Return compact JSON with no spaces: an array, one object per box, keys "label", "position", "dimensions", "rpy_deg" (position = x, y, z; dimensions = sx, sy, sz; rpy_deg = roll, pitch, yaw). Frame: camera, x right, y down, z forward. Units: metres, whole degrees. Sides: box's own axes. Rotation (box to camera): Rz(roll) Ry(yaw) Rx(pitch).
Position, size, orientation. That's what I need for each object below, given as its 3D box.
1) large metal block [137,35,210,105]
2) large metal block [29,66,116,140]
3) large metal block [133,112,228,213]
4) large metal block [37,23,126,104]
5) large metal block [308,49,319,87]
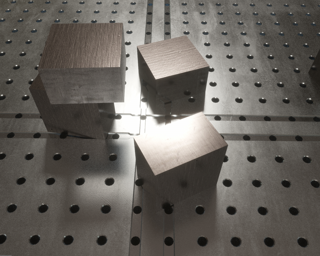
[{"label":"large metal block","position":[0.017,-0.089,0.466],"dimensions":[0.081,0.050,0.080],"rpy_deg":[-16,52,-14]},{"label":"large metal block","position":[-0.107,-0.034,0.399],"dimensions":[0.080,0.080,0.050],"rpy_deg":[8,51,6]},{"label":"large metal block","position":[0.020,0.038,0.340],"dimensions":[0.081,0.080,0.050],"rpy_deg":[-21,53,-17]},{"label":"large metal block","position":[-0.081,-0.074,0.348],"dimensions":[0.081,0.050,0.080],"rpy_deg":[-2,50,-2]},{"label":"large metal block","position":[0.286,-0.103,0.462],"dimensions":[0.081,0.080,0.050],"rpy_deg":[-9,51,-8]}]
